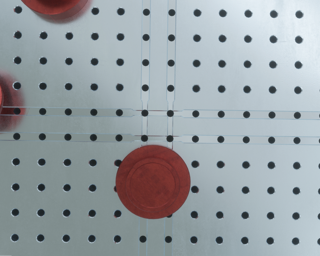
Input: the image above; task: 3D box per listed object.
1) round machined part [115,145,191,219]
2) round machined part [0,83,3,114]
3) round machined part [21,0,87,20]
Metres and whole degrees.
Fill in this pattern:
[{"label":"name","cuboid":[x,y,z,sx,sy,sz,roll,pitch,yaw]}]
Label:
[{"label":"round machined part","cuboid":[-0.009,0.071,0.405,0.099,0.042,0.097,0,90,0]},{"label":"round machined part","cuboid":[-0.252,-0.037,0.392,0.099,0.042,0.098,4,81,-23]},{"label":"round machined part","cuboid":[-0.143,-0.197,0.404,0.099,0.042,0.097,0,90,0]}]
